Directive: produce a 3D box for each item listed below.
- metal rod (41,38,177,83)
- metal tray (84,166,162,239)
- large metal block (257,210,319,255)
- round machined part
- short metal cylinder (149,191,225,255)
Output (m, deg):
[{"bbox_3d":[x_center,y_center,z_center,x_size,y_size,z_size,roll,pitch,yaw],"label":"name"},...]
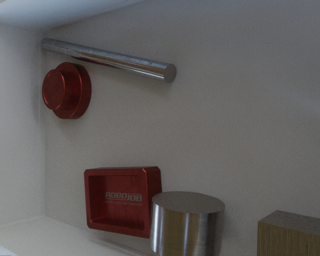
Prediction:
[{"bbox_3d":[-0.098,-0.112,0.485,0.300,0.025,0.025,21,103,37],"label":"metal rod"},{"bbox_3d":[-0.056,0.102,0.446,0.130,0.030,0.089,-7,85,39],"label":"metal tray"},{"bbox_3d":[0.136,0.126,0.278,0.080,0.050,0.079,2,92,39],"label":"large metal block"},{"bbox_3d":[-0.164,-0.064,0.528,0.098,0.042,0.097,0,90,39],"label":"round machined part"},{"bbox_3d":[0.030,0.106,0.345,0.080,0.081,0.050,7,95,39],"label":"short metal cylinder"}]
